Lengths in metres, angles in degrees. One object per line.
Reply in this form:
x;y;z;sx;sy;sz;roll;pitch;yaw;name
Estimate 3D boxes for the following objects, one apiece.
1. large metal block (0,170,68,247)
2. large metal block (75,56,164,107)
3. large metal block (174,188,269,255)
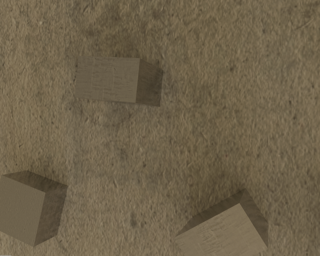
-0.194;0.117;0.462;0.080;0.050;0.079;16;95;19;large metal block
-0.049;-0.058;0.396;0.080;0.080;0.050;7;92;19;large metal block
0.074;0.117;0.353;0.080;0.080;0.050;-34;79;16;large metal block
